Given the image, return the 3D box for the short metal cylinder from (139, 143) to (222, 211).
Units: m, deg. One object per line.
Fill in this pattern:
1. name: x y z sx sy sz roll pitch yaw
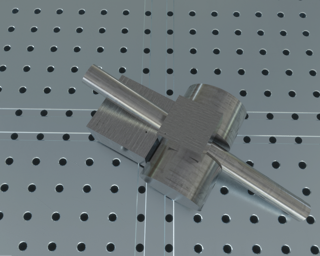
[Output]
1. short metal cylinder: 0.024 0.054 0.359 0.080 0.080 0.050 28 73 10

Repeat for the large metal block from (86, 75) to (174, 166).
1. large metal block: -0.032 -0.008 0.395 0.080 0.050 0.080 28 72 9

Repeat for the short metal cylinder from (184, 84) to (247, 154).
1. short metal cylinder: 0.059 -0.010 0.384 0.080 0.080 0.050 26 72 9

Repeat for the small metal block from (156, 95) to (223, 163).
1. small metal block: 0.032 0.000 0.324 0.050 0.025 0.050 25 72 17

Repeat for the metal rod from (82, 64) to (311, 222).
1. metal rod: 0.046 0.020 0.359 0.301 0.025 0.025 33 73 -5
